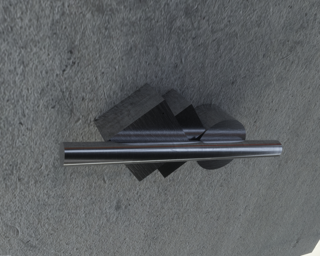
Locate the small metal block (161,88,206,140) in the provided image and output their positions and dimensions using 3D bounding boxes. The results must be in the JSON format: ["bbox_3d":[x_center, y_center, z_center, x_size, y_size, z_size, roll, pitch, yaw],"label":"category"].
[{"bbox_3d":[0.027,-0.017,0.397,0.025,0.050,0.050,-37,130,-4],"label":"small metal block"}]

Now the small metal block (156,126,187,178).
[{"bbox_3d":[0.010,0.031,0.418,0.050,0.050,0.025,-36,130,-4],"label":"small metal block"}]

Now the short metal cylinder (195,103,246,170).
[{"bbox_3d":[0.073,0.012,0.438,0.081,0.050,0.079,-14,124,-21],"label":"short metal cylinder"}]

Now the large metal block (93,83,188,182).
[{"bbox_3d":[-0.020,0.006,0.383,0.080,0.050,0.080,-36,129,-4],"label":"large metal block"}]

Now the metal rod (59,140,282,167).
[{"bbox_3d":[0.036,0.028,0.378,0.303,0.025,0.025,1,118,-29],"label":"metal rod"}]
